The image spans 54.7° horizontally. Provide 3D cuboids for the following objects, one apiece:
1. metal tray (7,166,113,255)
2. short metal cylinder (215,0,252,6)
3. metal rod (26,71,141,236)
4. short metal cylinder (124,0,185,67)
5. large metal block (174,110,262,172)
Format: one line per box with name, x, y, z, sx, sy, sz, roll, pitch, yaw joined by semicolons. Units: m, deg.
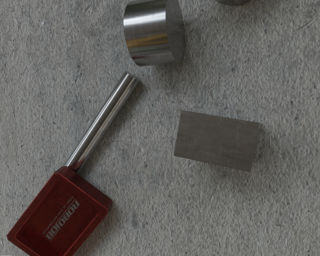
metal tray;-0.142;0.130;0.440;0.090;0.030;0.130;38;101;-4
short metal cylinder;0.088;-0.193;0.365;0.080;0.050;0.080;0;90;20
metal rod;-0.121;0.049;0.451;0.025;0.025;0.299;38;102;16
short metal cylinder;-0.004;-0.118;0.381;0.050;0.080;0.080;-2;89;20
large metal block;0.070;0.012;0.355;0.080;0.080;0.050;11;94;19
